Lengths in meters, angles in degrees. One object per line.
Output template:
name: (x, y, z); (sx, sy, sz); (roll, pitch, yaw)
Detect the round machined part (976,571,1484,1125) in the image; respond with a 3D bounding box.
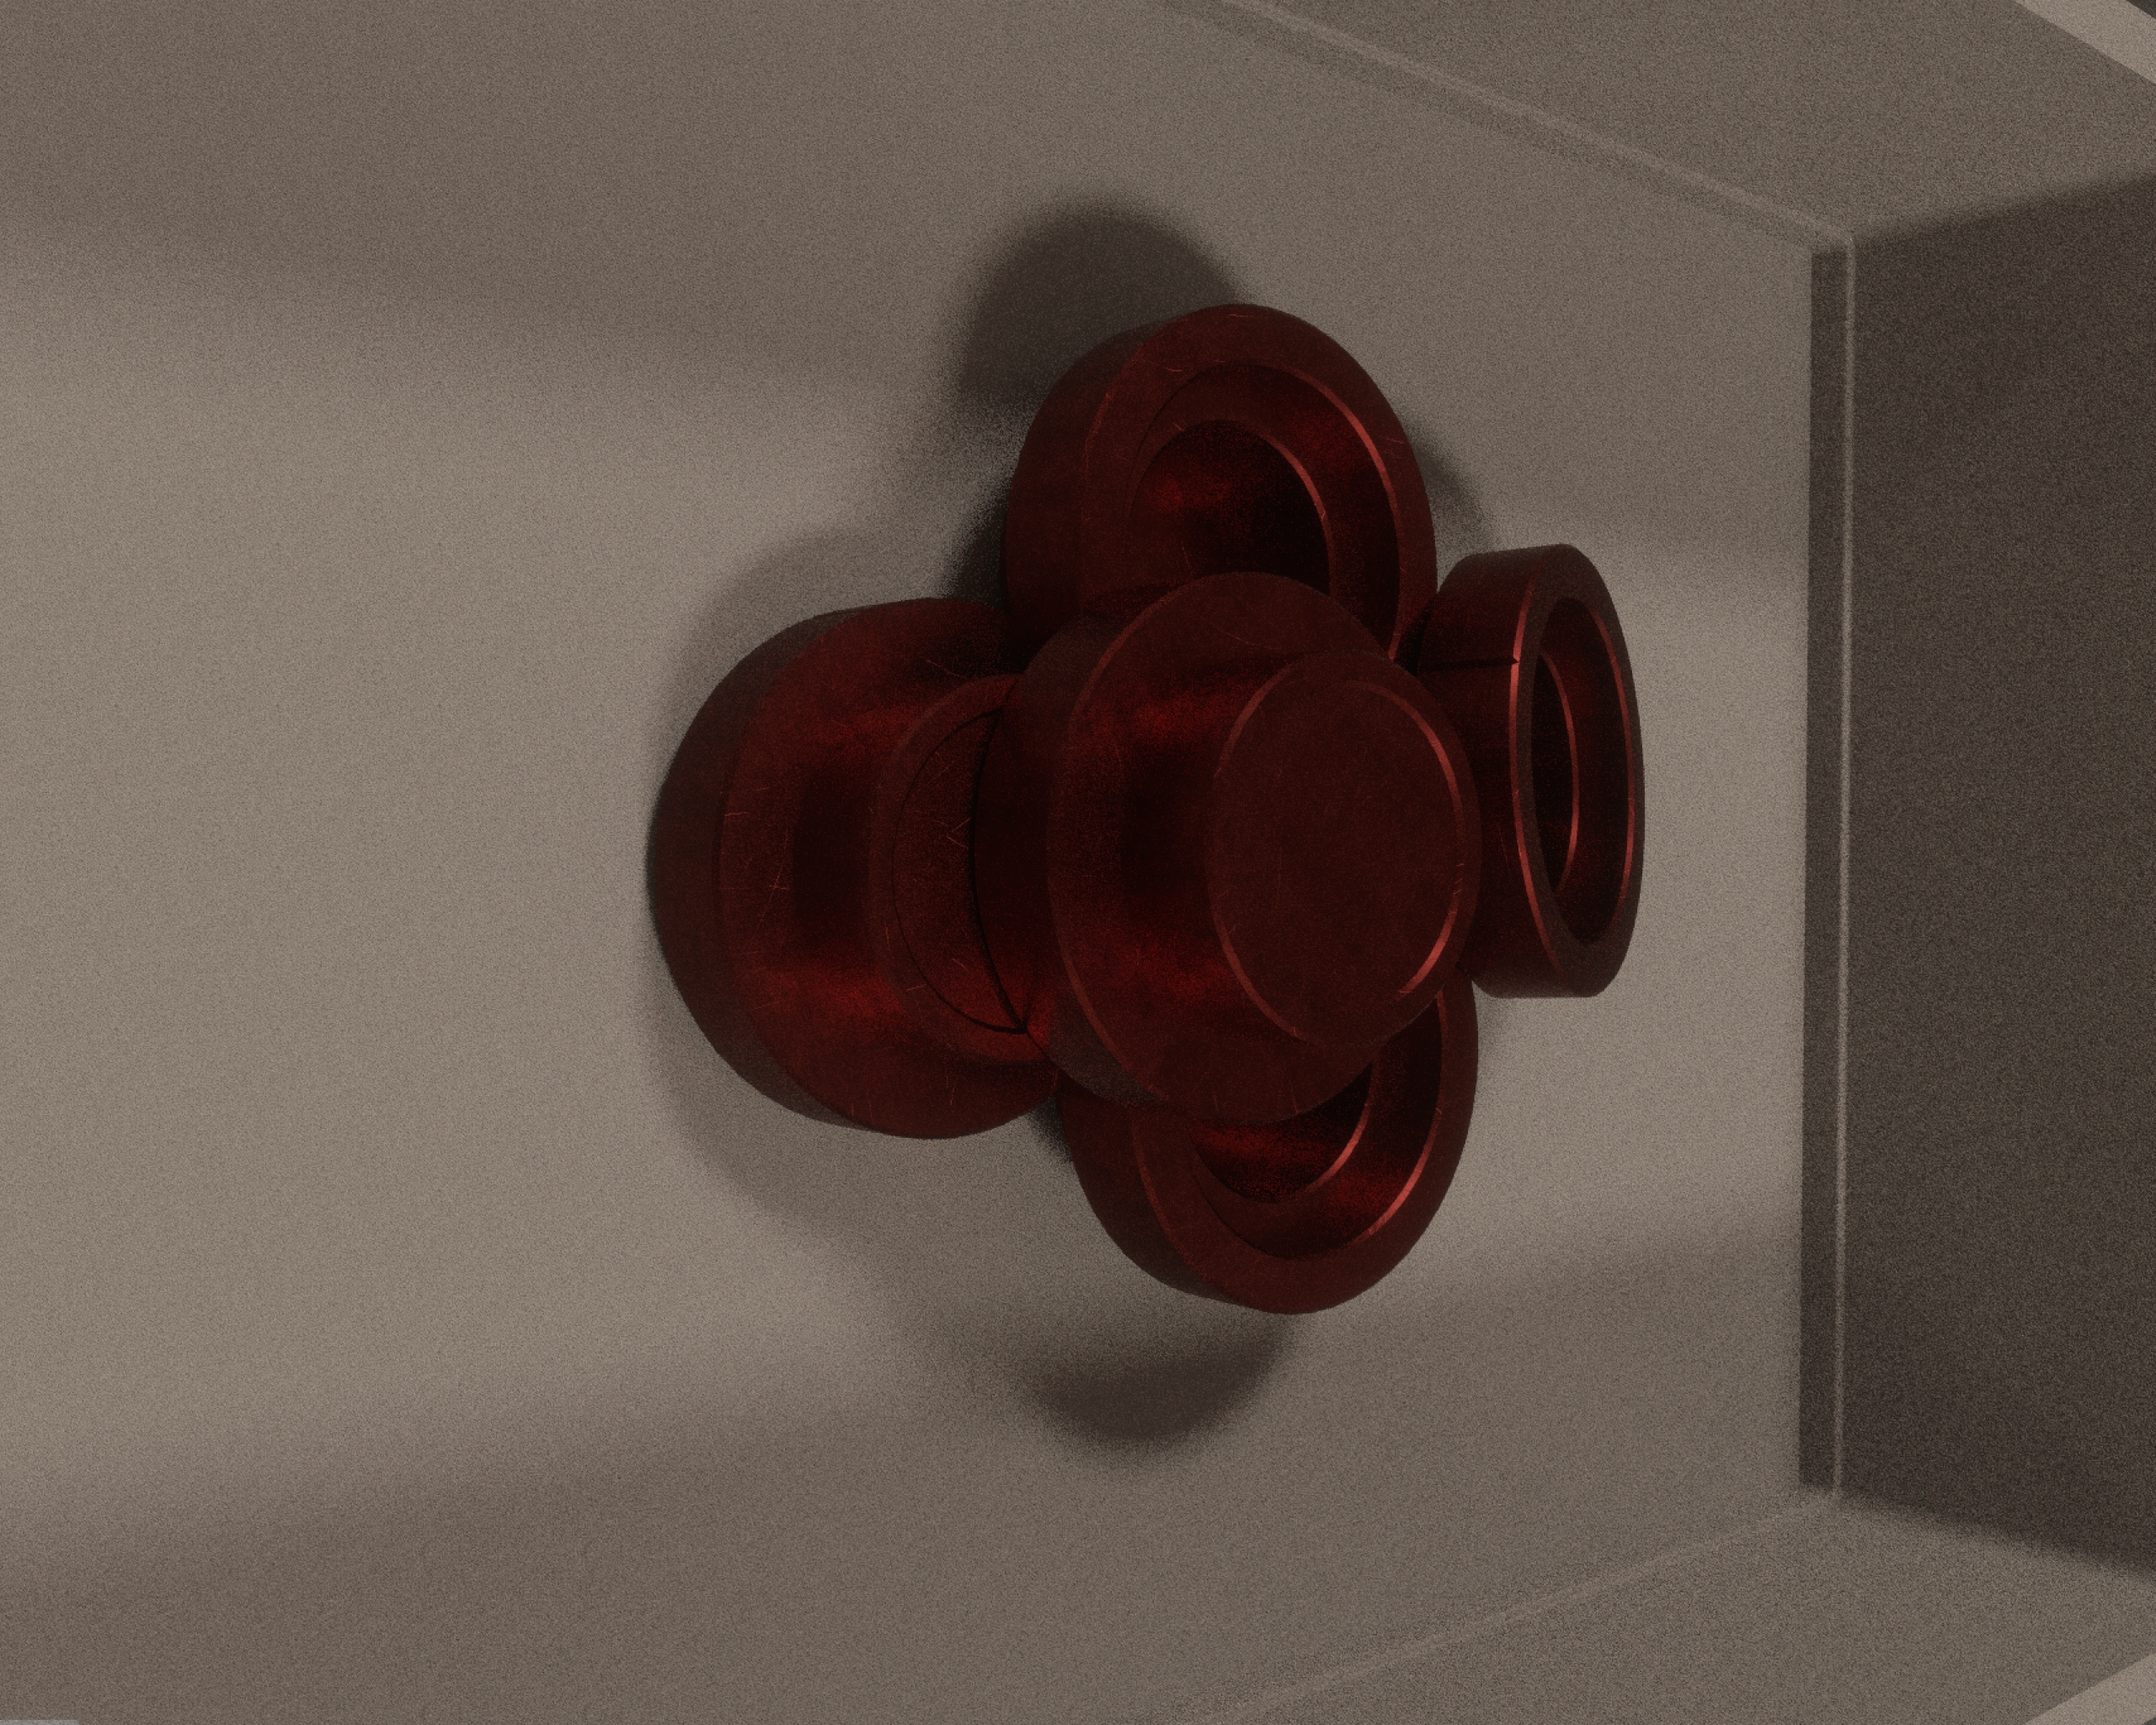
round machined part: (0.034, -0.003, 0.367); (0.099, 0.042, 0.097); (0, 90, -40)

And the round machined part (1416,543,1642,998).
round machined part: (0.091, -0.019, 0.458); (0.098, 0.042, 0.097); (9, 80, -60)

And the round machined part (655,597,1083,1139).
round machined part: (-0.022, 0.001, 0.374); (0.099, 0.042, 0.097); (0, 90, -40)

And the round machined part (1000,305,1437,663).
round machined part: (0.024, -0.058, 0.415); (0.099, 0.042, 0.097); (0, 90, -40)

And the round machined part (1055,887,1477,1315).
round machined part: (0.034, 0.039, 0.424); (0.099, 0.042, 0.097); (0, 90, -40)
